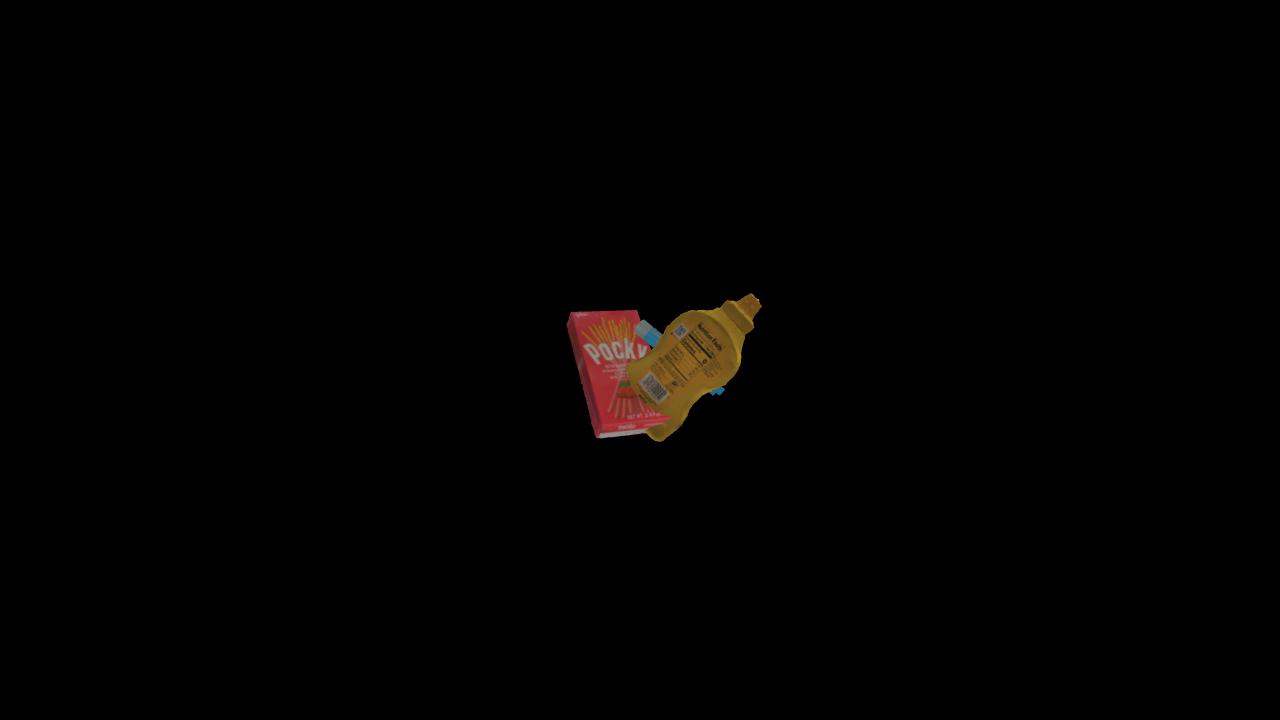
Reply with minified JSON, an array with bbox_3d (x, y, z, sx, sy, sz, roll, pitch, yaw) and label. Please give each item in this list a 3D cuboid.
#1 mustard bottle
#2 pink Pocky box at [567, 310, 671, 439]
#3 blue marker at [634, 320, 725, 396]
[{"bbox_3d":[0.059,-0.003,0.663,0.184,0.092,0.054,-44,-21,8],"label":"mustard bottle"},{"bbox_3d":[-0.024,0.010,0.682,0.084,0.155,0.029,-3,-35,-22],"label":"pink Pocky box"},{"bbox_3d":[0.044,-0.002,0.686,0.121,0.020,0.020,39,9,11],"label":"blue marker"}]
